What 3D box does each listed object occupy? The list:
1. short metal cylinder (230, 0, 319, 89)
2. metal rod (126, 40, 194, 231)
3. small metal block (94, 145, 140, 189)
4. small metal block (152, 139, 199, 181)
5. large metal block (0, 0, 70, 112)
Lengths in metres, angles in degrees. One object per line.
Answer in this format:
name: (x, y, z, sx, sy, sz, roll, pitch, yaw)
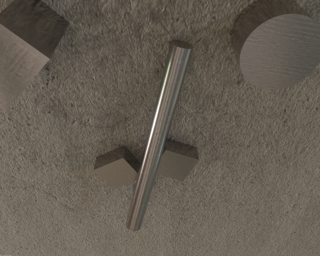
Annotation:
short metal cylinder: (0.118, -0.087, 0.319, 0.081, 0.050, 0.079, 0, 130, 0)
metal rod: (-0.009, 0.032, 0.411, 0.025, 0.025, 0.298, 10, 123, -9)
small metal block: (-0.060, 0.059, 0.456, 0.050, 0.025, 0.050, -24, 127, 18)
small metal block: (0.021, 0.046, 0.447, 0.050, 0.025, 0.050, 18, 128, -15)
large metal block: (-0.141, -0.077, 0.304, 0.050, 0.080, 0.080, 37, 121, -27)
